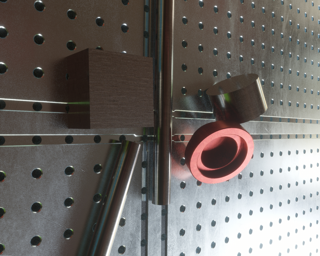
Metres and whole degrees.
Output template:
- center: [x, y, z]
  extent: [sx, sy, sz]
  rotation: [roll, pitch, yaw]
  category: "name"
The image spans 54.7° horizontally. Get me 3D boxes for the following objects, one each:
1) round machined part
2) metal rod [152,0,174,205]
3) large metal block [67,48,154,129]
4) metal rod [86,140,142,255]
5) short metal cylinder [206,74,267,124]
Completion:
- center: [0.082, 0.030, 0.449]
  extent: [0.099, 0.042, 0.097]
  rotation: [-9, 124, -14]
  category: "round machined part"
- center: [0.005, -0.049, 0.414]
  extent: [0.025, 0.025, 0.298]
  rotation: [2, 89, -40]
  category: "metal rod"
- center: [-0.055, -0.040, 0.349]
  extent: [0.081, 0.050, 0.079]
  rotation: [-2, 92, -40]
  category: "large metal block"
- center: [-0.074, 0.159, 0.348]
  extent: [0.025, 0.025, 0.299]
  rotation: [26, 74, -37]
  category: "metal rod"
- center: [0.117, -0.044, 0.474]
  extent: [0.081, 0.080, 0.050]
  rotation: [-35, 112, -35]
  category: "short metal cylinder"
